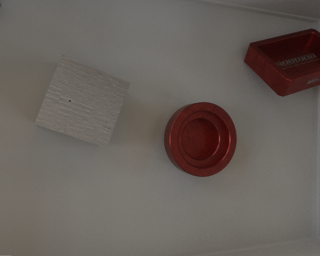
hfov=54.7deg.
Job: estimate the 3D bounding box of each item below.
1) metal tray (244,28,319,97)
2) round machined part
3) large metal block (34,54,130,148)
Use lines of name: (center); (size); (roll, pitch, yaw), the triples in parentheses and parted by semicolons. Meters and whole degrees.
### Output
metal tray: (0.204, -0.100, 0.456); (0.131, 0.030, 0.090); (-17, 53, -20)
round machined part: (0.051, 0.015, 0.422); (0.099, 0.042, 0.097); (0, 90, -21)
large metal block: (-0.091, -0.028, 0.364); (0.080, 0.050, 0.080); (21, 83, -19)
